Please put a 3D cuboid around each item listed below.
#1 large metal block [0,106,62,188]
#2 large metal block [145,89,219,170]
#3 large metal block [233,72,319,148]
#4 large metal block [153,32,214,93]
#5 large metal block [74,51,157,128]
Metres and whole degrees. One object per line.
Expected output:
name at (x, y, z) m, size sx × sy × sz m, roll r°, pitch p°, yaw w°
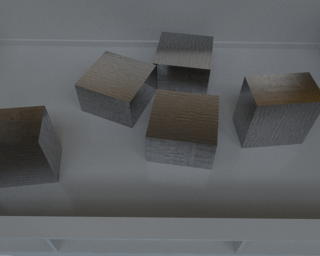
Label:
large metal block at (-0.163, 0.023, 0.348) m, size 0.081 × 0.080 × 0.050 m, roll -5°, pitch 50°, yaw -4°
large metal block at (0.029, 0.000, 0.389) m, size 0.080 × 0.050 × 0.080 m, roll 7°, pitch 50°, yaw 5°
large metal block at (0.144, -0.021, 0.389) m, size 0.081 × 0.080 × 0.050 m, roll -4°, pitch 50°, yaw -4°
large metal block at (0.036, -0.100, 0.473) m, size 0.080 × 0.050 × 0.080 m, roll 7°, pitch 50°, yaw 5°
large metal block at (-0.058, -0.056, 0.435) m, size 0.080 × 0.050 × 0.080 m, roll 19°, pitch 52°, yaw 15°
